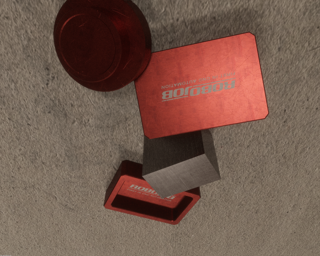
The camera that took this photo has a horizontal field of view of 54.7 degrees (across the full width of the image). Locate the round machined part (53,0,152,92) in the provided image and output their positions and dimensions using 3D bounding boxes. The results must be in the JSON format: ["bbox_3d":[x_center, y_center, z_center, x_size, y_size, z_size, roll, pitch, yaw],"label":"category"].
[{"bbox_3d":[-0.061,-0.082,0.302,0.098,0.042,0.097,6,113,15],"label":"round machined part"}]

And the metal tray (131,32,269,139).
[{"bbox_3d":[0.041,-0.043,0.335,0.131,0.030,0.089,-10,91,8],"label":"metal tray"}]

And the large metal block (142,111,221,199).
[{"bbox_3d":[0.026,0.034,0.400,0.080,0.080,0.050,-22,127,17],"label":"large metal block"}]

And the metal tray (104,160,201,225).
[{"bbox_3d":[-0.013,0.106,0.493,0.131,0.030,0.089,18,128,-16],"label":"metal tray"}]

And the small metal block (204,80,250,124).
[{"bbox_3d":[0.072,-0.035,0.362,0.050,0.050,0.025,-19,127,15],"label":"small metal block"}]
